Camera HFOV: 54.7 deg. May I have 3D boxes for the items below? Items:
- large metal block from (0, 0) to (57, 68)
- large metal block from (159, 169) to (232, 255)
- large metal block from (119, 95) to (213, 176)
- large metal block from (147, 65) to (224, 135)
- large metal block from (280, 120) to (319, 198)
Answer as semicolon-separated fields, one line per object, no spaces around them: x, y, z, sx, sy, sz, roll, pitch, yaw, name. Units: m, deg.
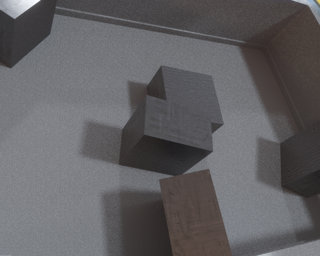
-0.167;-0.131;0.360;0.050;0.080;0.080;33;52;-7;large metal block
0.036;0.097;0.320;0.050;0.080;0.080;-13;63;2;large metal block
0.005;0.013;0.365;0.081;0.080;0.050;15;56;-20;large metal block
0.032;-0.032;0.426;0.081;0.050;0.080;7;59;-25;large metal block
0.230;0.048;0.464;0.050;0.080;0.080;25;53;-13;large metal block
